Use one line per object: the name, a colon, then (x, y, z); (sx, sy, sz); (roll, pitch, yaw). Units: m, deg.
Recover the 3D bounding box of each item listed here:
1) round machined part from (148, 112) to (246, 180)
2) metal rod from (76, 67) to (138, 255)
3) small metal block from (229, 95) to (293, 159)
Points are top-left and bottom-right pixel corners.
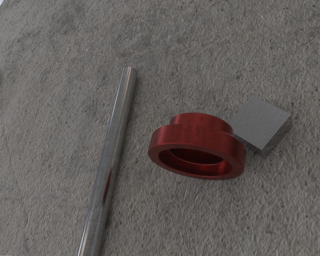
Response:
round machined part: (0.040, 0.018, 0.325); (0.098, 0.098, 0.042); (0, 62, 28)
metal rod: (-0.067, 0.044, 0.412); (0.025, 0.025, 0.300); (-5, 59, 25)
small metal block: (0.111, -0.002, 0.347); (0.050, 0.025, 0.050); (-49, 52, -6)
